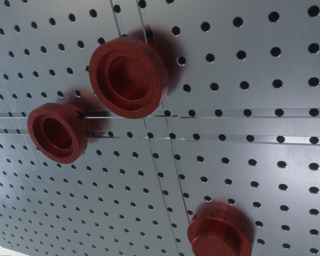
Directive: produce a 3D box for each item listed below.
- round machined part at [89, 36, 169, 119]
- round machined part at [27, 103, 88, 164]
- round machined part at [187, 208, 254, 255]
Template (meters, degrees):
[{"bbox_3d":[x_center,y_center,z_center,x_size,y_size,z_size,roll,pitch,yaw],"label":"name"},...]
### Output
[{"bbox_3d":[-0.034,-0.063,0.380,0.098,0.042,0.097,13,124,21],"label":"round machined part"},{"bbox_3d":[-0.154,0.004,0.485,0.098,0.042,0.097,13,124,21],"label":"round machined part"},{"bbox_3d":[0.086,0.171,0.461,0.098,0.042,0.097,13,124,21],"label":"round machined part"}]
